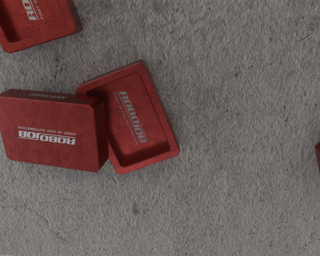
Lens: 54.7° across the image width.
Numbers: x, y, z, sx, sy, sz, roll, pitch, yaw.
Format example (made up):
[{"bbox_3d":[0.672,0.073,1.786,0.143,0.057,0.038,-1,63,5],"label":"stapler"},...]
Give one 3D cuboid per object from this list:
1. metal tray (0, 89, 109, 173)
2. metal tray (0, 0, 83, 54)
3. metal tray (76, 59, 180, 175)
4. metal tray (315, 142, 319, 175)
[{"bbox_3d":[-0.134,0.003,0.386,0.131,0.030,0.089,6,116,12],"label":"metal tray"},{"bbox_3d":[-0.154,-0.159,0.346,0.090,0.030,0.129,-16,110,5],"label":"metal tray"},{"bbox_3d":[-0.038,-0.012,0.402,0.090,0.030,0.129,-20,109,7],"label":"metal tray"},{"bbox_3d":[0.275,0.045,0.393,0.131,0.030,0.090,-18,109,6],"label":"metal tray"}]
